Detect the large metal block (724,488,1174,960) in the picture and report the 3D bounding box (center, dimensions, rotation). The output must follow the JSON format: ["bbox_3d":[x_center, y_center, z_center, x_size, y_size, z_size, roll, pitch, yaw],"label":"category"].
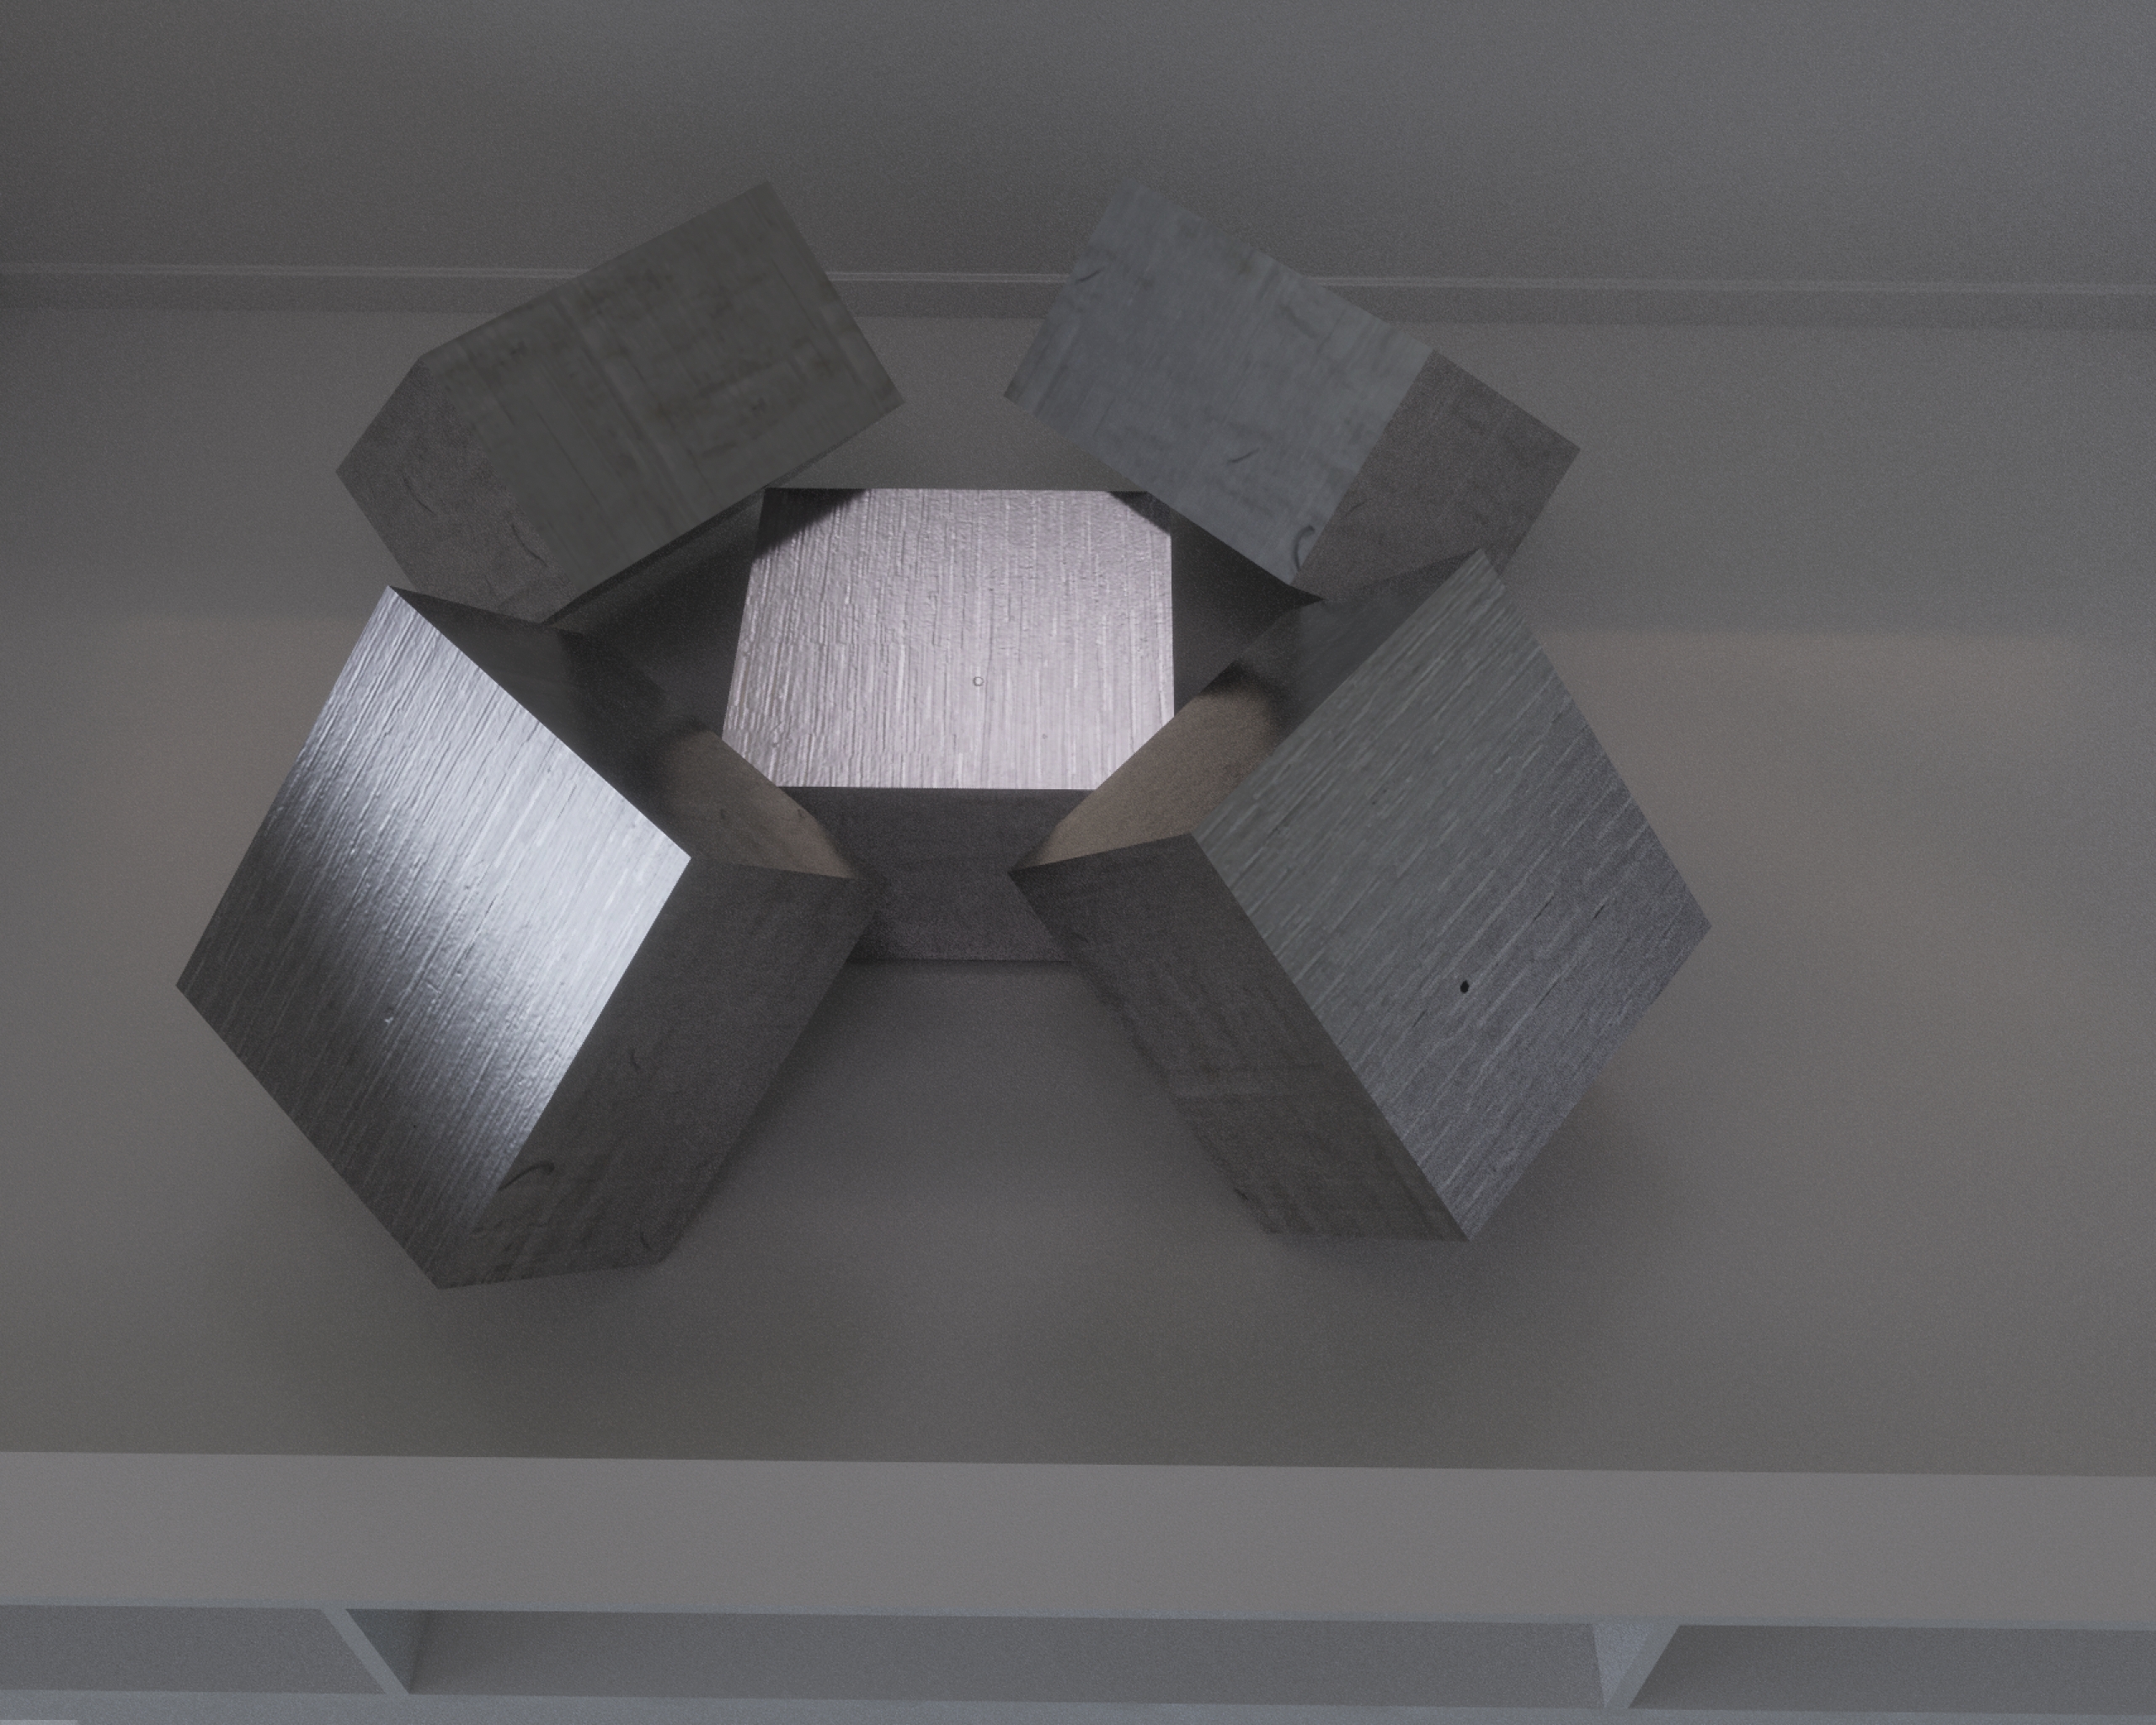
[{"bbox_3d":[-0.023,-0.028,0.409,0.080,0.050,0.080,1,50,0],"label":"large metal block"}]

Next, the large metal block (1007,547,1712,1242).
[{"bbox_3d":[0.049,0.006,0.353,0.080,0.050,0.080,-44,108,-31],"label":"large metal block"}]

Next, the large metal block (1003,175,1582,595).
[{"bbox_3d":[0.046,-0.092,0.438,0.080,0.050,0.080,39,17,28],"label":"large metal block"}]

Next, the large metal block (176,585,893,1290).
[{"bbox_3d":[-0.092,0.012,0.349,0.080,0.050,0.080,39,104,27],"label":"large metal block"}]

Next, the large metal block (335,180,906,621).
[{"bbox_3d":[-0.096,-0.087,0.429,0.080,0.080,0.050,-38,103,-28],"label":"large metal block"}]
